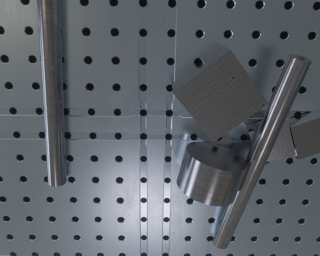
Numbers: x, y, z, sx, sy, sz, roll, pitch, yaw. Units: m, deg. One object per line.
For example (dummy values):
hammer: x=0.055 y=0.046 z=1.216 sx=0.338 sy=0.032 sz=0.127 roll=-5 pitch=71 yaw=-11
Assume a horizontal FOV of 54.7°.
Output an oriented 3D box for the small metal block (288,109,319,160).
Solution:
small metal block: x=0.201 y=0.008 z=0.419 sx=0.050 sy=0.025 sz=0.050 roll=-19 pitch=109 yaw=6

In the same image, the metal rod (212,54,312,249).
metal rod: x=0.123 y=0.051 z=0.409 sx=0.025 sy=0.025 sz=0.298 roll=11 pitch=119 yaw=-4

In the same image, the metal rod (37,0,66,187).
metal rod: x=-0.135 y=-0.063 z=0.388 sx=0.025 sy=0.025 sz=0.298 roll=4 pitch=110 yaw=-2

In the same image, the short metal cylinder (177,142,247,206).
short metal cylinder: x=0.067 y=0.058 z=0.406 sx=0.081 sy=0.080 sz=0.050 roll=12 pitch=110 yaw=-5

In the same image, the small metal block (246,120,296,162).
small metal block: x=0.149 y=0.016 z=0.417 sx=0.050 sy=0.025 sz=0.050 roll=-16 pitch=110 yaw=14

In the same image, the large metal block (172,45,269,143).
large metal block: x=0.072 y=-0.043 z=0.385 sx=0.080 sy=0.050 sz=0.080 roll=-37 pitch=106 yaw=12
